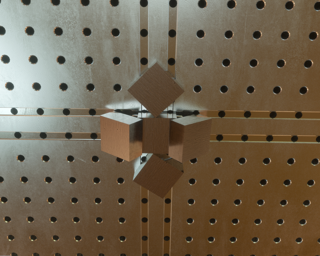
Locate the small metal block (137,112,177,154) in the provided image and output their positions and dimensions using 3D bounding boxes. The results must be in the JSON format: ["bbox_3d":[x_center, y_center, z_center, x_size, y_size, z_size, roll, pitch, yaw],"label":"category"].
[{"bbox_3d":[-0.004,0.006,0.415,0.050,0.025,0.050,1,109,-1],"label":"small metal block"}]

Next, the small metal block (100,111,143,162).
[{"bbox_3d":[-0.050,0.010,0.403,0.050,0.025,0.050,17,115,33],"label":"small metal block"}]

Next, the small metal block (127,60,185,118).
[{"bbox_3d":[-0.005,-0.050,0.395,0.050,0.025,0.050,-42,104,13],"label":"small metal block"}]

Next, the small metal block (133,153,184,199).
[{"bbox_3d":[-0.002,0.063,0.436,0.050,0.025,0.050,33,107,-10],"label":"small metal block"}]

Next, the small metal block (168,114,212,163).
[{"bbox_3d":[0.039,0.012,0.403,0.050,0.025,0.050,-14,116,-39],"label":"small metal block"}]
